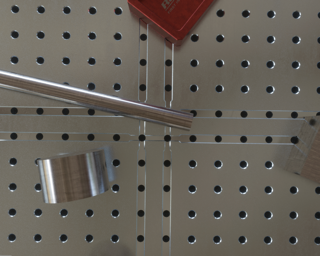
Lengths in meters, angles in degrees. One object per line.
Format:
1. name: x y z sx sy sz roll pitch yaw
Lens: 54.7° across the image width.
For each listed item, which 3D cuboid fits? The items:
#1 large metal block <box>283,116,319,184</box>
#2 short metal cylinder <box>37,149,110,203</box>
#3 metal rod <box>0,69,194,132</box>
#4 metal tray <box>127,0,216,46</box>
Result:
1. large metal block: 0.223 0.036 0.404 0.080 0.050 0.080 22 90 -1
2. short metal cylinder: -0.106 0.057 0.385 0.081 0.080 0.050 -9 90 0
3. metal rod: -0.105 -0.041 0.411 0.302 0.025 0.025 13 90 -1
4. metal tray: 0.030 -0.188 0.411 0.090 0.030 0.130 38 90 -1
